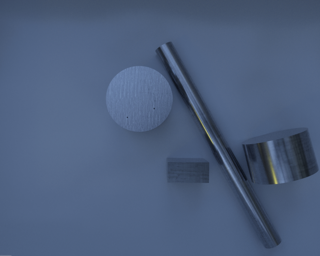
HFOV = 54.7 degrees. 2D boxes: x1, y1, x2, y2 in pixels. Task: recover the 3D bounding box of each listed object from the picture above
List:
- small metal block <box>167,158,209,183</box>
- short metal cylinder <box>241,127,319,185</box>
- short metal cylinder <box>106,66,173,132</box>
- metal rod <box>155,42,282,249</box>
[{"bbox_3d":[0.034,0.054,0.399,0.050,0.050,0.025,1,90,-1],"label":"small metal block"},{"bbox_3d":[0.148,0.034,0.386,0.080,0.080,0.050,-15,90,0],"label":"short metal cylinder"},{"bbox_3d":[-0.025,-0.035,0.399,0.081,0.050,0.079,0,90,-1],"label":"short metal cylinder"},{"bbox_3d":[0.078,0.023,0.412,0.025,0.025,0.299,-29,90,0],"label":"metal rod"}]
